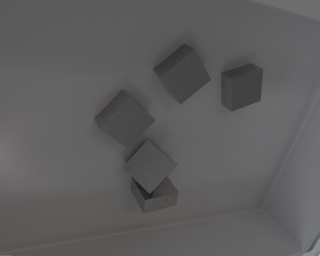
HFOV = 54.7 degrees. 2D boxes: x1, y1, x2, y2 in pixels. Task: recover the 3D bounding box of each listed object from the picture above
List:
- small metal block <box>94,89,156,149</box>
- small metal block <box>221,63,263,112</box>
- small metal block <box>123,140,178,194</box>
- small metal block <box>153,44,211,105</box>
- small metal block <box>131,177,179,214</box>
[{"bbox_3d":[-0.043,-0.010,0.379,0.050,0.025,0.050,-46,129,4],"label":"small metal block"},{"bbox_3d":[0.115,-0.057,0.436,0.050,0.025,0.050,-20,126,-17],"label":"small metal block"},{"bbox_3d":[-0.012,0.051,0.414,0.050,0.050,0.025,-48,170,5],"label":"small metal block"},{"bbox_3d":[0.028,-0.066,0.383,0.050,0.025,0.050,-40,129,-1],"label":"small metal block"},{"bbox_3d":[-0.009,0.090,0.443,0.050,0.050,0.025,-9,123,-24],"label":"small metal block"}]
